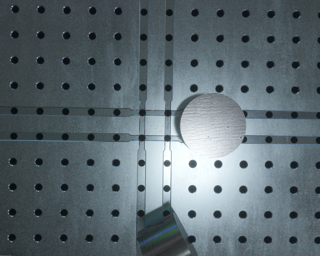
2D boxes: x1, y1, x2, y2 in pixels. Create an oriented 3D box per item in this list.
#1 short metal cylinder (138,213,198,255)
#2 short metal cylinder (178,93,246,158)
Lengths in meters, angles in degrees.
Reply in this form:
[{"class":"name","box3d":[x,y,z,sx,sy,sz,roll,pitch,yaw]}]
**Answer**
[{"class":"short metal cylinder","box3d":[0.013,0.154,0.386,0.050,0.080,0.080,-28,90,0]},{"class":"short metal cylinder","box3d":[0.065,-0.003,0.402,0.081,0.050,0.079,0,90,-1]}]
